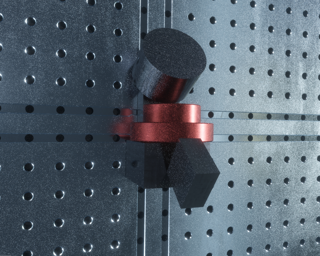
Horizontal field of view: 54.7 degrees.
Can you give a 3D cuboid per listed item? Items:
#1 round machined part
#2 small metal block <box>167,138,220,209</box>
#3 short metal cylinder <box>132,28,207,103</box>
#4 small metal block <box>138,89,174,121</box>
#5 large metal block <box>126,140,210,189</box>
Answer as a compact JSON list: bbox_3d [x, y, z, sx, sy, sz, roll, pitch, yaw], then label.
[{"bbox_3d":[0.014,-0.006,0.369,0.099,0.098,0.042,1,90,-20],"label":"round machined part"},{"bbox_3d":[0.032,0.045,0.315,0.025,0.050,0.050,1,128,-21],"label":"small metal block"},{"bbox_3d":[0.011,-0.077,0.386,0.081,0.050,0.080,10,57,-15],"label":"short metal cylinder"},{"bbox_3d":[-0.002,-0.031,0.412,0.050,0.025,0.050,1,90,-21],"label":"small metal block"},{"bbox_3d":[0.007,0.041,0.386,0.081,0.080,0.050,1,90,-20],"label":"large metal block"}]
